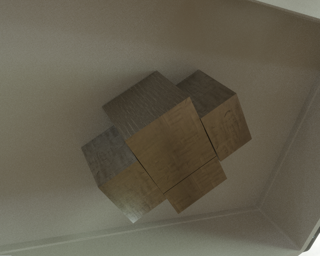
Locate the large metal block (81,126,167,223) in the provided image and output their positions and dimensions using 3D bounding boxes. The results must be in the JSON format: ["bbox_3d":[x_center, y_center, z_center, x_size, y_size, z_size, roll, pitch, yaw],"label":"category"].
[{"bbox_3d":[-0.045,0.056,0.383,0.050,0.080,0.080,-35,129,-5],"label":"large metal block"}]

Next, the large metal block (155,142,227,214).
[{"bbox_3d":[0.030,0.055,0.425,0.080,0.080,0.050,-35,129,-6],"label":"large metal block"}]

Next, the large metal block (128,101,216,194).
[{"bbox_3d":[0.010,0.021,0.392,0.080,0.080,0.050,-35,129,-6],"label":"large metal block"}]

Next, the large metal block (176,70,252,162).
[{"bbox_3d":[0.064,-0.017,0.398,0.050,0.080,0.080,-35,129,-5],"label":"large metal block"}]

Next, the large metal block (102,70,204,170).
[{"bbox_3d":[-0.010,-0.012,0.360,0.080,0.080,0.050,-35,129,-6],"label":"large metal block"}]
